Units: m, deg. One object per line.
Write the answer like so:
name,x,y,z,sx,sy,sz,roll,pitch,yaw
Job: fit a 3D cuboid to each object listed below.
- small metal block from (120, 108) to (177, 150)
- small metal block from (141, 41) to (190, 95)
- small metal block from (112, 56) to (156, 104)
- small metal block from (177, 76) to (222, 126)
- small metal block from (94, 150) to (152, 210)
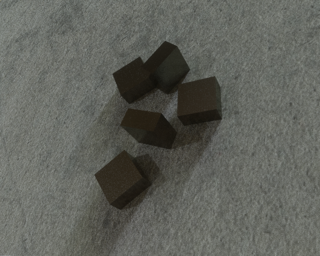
small metal block,-0.013,0.001,0.393,0.050,0.050,0.025,10,67,32
small metal block,0.009,-0.084,0.433,0.050,0.050,0.025,-49,52,-6
small metal block,-0.038,-0.072,0.467,0.050,0.025,0.050,-31,52,8
small metal block,0.051,-0.034,0.397,0.050,0.025,0.050,-10,57,22
small metal block,-0.047,0.064,0.388,0.050,0.025,0.050,-40,51,1
